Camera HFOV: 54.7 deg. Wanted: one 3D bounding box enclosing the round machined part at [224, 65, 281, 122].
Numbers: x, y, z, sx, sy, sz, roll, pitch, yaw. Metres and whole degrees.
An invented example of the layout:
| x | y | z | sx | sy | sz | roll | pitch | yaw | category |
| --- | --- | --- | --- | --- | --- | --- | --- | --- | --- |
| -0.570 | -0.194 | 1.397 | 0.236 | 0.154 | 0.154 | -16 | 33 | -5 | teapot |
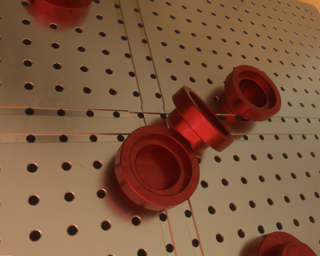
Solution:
| x | y | z | sx | sy | sz | roll | pitch | yaw | category |
| --- | --- | --- | --- | --- | --- | --- | --- | --- | --- |
| 0.147 | -0.053 | 0.511 | 0.099 | 0.042 | 0.098 | 14 | 56 | -21 | round machined part |

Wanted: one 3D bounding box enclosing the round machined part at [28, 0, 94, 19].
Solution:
| x | y | z | sx | sy | sz | roll | pitch | yaw | category |
| --- | --- | --- | --- | --- | --- | --- | --- | --- | --- |
| -0.143 | -0.209 | 0.449 | 0.099 | 0.042 | 0.098 | 14 | 56 | -21 | round machined part |

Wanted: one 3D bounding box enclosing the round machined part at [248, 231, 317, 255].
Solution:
| x | y | z | sx | sy | sz | roll | pitch | yaw | category |
| --- | --- | --- | --- | --- | --- | --- | --- | --- | --- |
| 0.160 | 0.176 | 0.378 | 0.099 | 0.042 | 0.098 | 14 | 56 | -21 | round machined part |

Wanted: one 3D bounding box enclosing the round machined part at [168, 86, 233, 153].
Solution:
| x | y | z | sx | sy | sz | roll | pitch | yaw | category |
| --- | --- | --- | --- | --- | --- | --- | --- | --- | --- |
| 0.049 | -0.006 | 0.410 | 0.098 | 0.042 | 0.098 | 43 | 17 | -16 | round machined part |

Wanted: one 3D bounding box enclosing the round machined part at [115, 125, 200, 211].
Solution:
| x | y | z | sx | sy | sz | roll | pitch | yaw | category |
| --- | --- | --- | --- | --- | --- | --- | --- | --- | --- |
| -0.006 | 0.049 | 0.365 | 0.099 | 0.042 | 0.098 | 13 | 57 | -21 | round machined part |
